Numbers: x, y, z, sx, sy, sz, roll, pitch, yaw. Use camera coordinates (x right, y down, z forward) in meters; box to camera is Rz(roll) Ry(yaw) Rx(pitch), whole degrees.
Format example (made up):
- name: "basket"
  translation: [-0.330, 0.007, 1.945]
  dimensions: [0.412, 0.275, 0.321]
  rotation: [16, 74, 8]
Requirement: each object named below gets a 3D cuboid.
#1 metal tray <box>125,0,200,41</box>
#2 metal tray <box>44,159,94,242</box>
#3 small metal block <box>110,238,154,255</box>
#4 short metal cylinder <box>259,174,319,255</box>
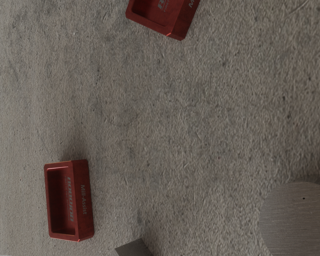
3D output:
- name: "metal tray"
  translation: [0.014, -0.187, 0.389]
  dimensions: [0.090, 0.030, 0.129]
  rotation: [35, 112, 34]
- name: "metal tray"
  translation: [-0.158, 0.122, 0.531]
  dimensions: [0.090, 0.030, 0.129]
  rotation: [-11, 83, 39]
- name: "small metal block"
  translation: [-0.034, 0.183, 0.417]
  dimensions: [0.050, 0.050, 0.025]
  rotation: [46, 118, 30]
- name: "short metal cylinder"
  translation: [0.137, 0.084, 0.276]
  dimensions: [0.080, 0.050, 0.080]
  rotation: [0, 90, 40]
